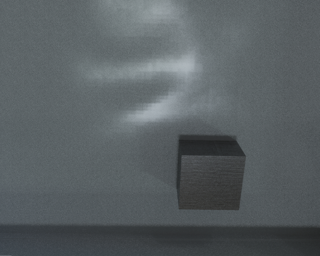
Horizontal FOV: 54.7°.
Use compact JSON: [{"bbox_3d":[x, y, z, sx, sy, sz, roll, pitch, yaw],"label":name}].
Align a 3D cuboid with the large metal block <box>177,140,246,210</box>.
[{"bbox_3d":[0.066,0.063,0.422,0.081,0.050,0.079,1,110,-1],"label":"large metal block"}]
